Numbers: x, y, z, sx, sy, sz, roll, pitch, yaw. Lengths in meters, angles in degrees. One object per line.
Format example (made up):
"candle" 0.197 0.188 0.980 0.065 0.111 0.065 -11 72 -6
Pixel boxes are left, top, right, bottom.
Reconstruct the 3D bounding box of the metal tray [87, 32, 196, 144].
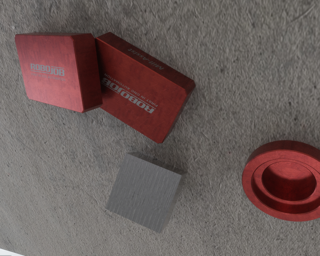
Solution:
"metal tray" -0.032 -0.049 0.390 0.130 0.030 0.089 32 129 7

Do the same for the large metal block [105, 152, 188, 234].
"large metal block" -0.017 0.085 0.427 0.080 0.050 0.080 21 92 13

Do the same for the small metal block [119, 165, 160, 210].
"small metal block" -0.032 0.092 0.481 0.050 0.025 0.050 24 127 13

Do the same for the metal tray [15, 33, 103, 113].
"metal tray" -0.133 -0.075 0.399 0.130 0.030 0.089 14 117 37

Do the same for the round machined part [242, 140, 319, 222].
"round machined part" 0.147 0.055 0.352 0.098 0.042 0.097 13 124 21
